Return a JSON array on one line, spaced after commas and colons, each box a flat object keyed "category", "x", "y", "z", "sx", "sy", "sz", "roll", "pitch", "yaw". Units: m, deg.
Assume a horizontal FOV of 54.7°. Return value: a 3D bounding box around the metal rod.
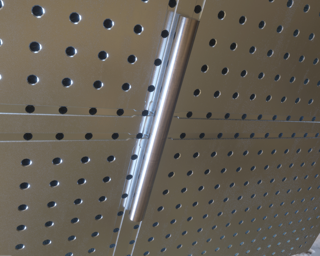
[{"category": "metal rod", "x": -0.001, "y": 0.005, "z": 0.415, "sx": 0.025, "sy": 0.025, "sz": 0.298, "roll": 0, "pitch": 118, "yaw": -29}]
